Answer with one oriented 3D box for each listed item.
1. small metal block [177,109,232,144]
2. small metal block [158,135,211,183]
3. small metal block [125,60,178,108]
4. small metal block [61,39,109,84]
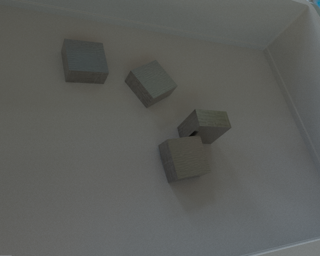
[{"bbox_3d":[0.059,-0.001,0.422,0.050,0.050,0.025,3,60,-27],"label":"small metal block"},{"bbox_3d":[0.031,0.039,0.394,0.050,0.025,0.050,-6,72,-31],"label":"small metal block"},{"bbox_3d":[-0.012,-0.063,0.437,0.050,0.025,0.050,-33,80,-38],"label":"small metal block"},{"bbox_3d":[-0.099,-0.086,0.405,0.050,0.025,0.050,-1,62,-29],"label":"small metal block"}]
